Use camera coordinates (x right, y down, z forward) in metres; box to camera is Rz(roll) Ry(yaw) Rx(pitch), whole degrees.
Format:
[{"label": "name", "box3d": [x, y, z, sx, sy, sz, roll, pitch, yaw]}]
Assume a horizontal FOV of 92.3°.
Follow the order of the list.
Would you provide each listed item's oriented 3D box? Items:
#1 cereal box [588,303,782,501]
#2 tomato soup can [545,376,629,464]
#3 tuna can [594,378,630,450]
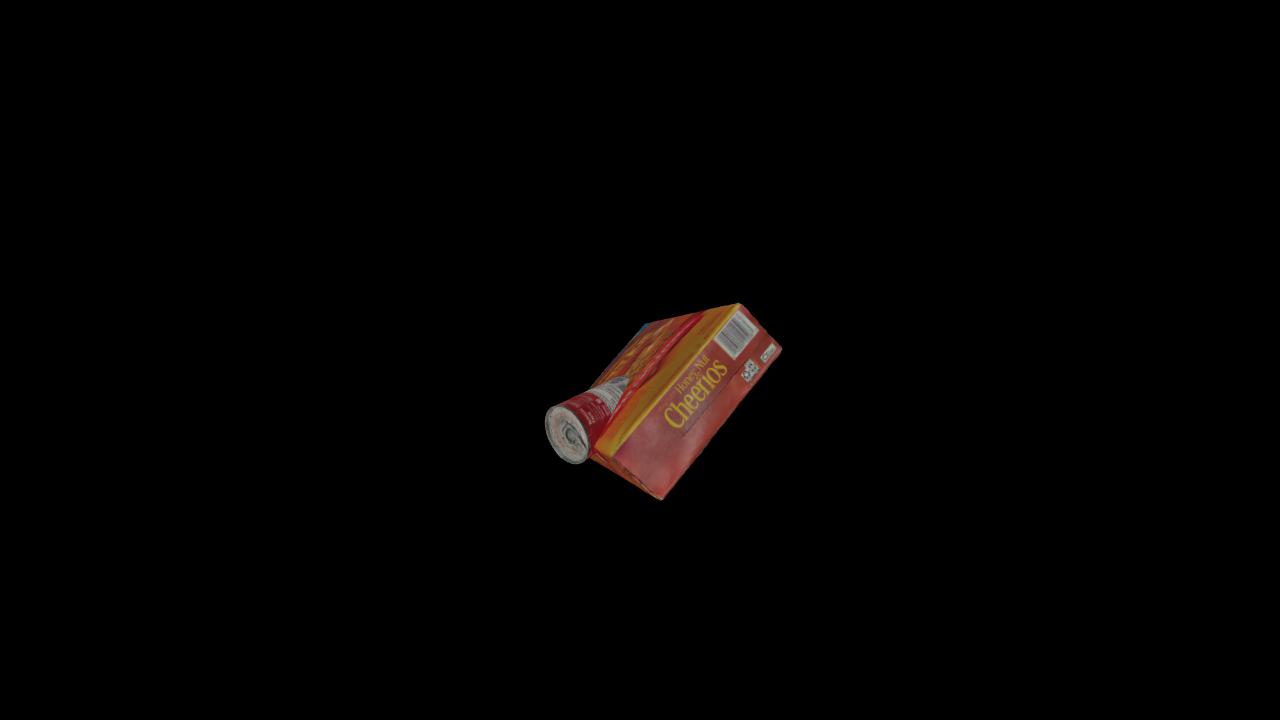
[{"label": "cereal box", "box3d": [0.013, 0.040, 0.736, 0.081, 0.203, 0.306, 44, -12, -13]}, {"label": "tomato soup can", "box3d": [-0.045, 0.063, 0.678, 0.068, 0.068, 0.101, 0, 18, 43]}, {"label": "tuna can", "box3d": [0.063, 0.046, 0.766, 0.084, 0.084, 0.034, 0, 23, -8]}]
